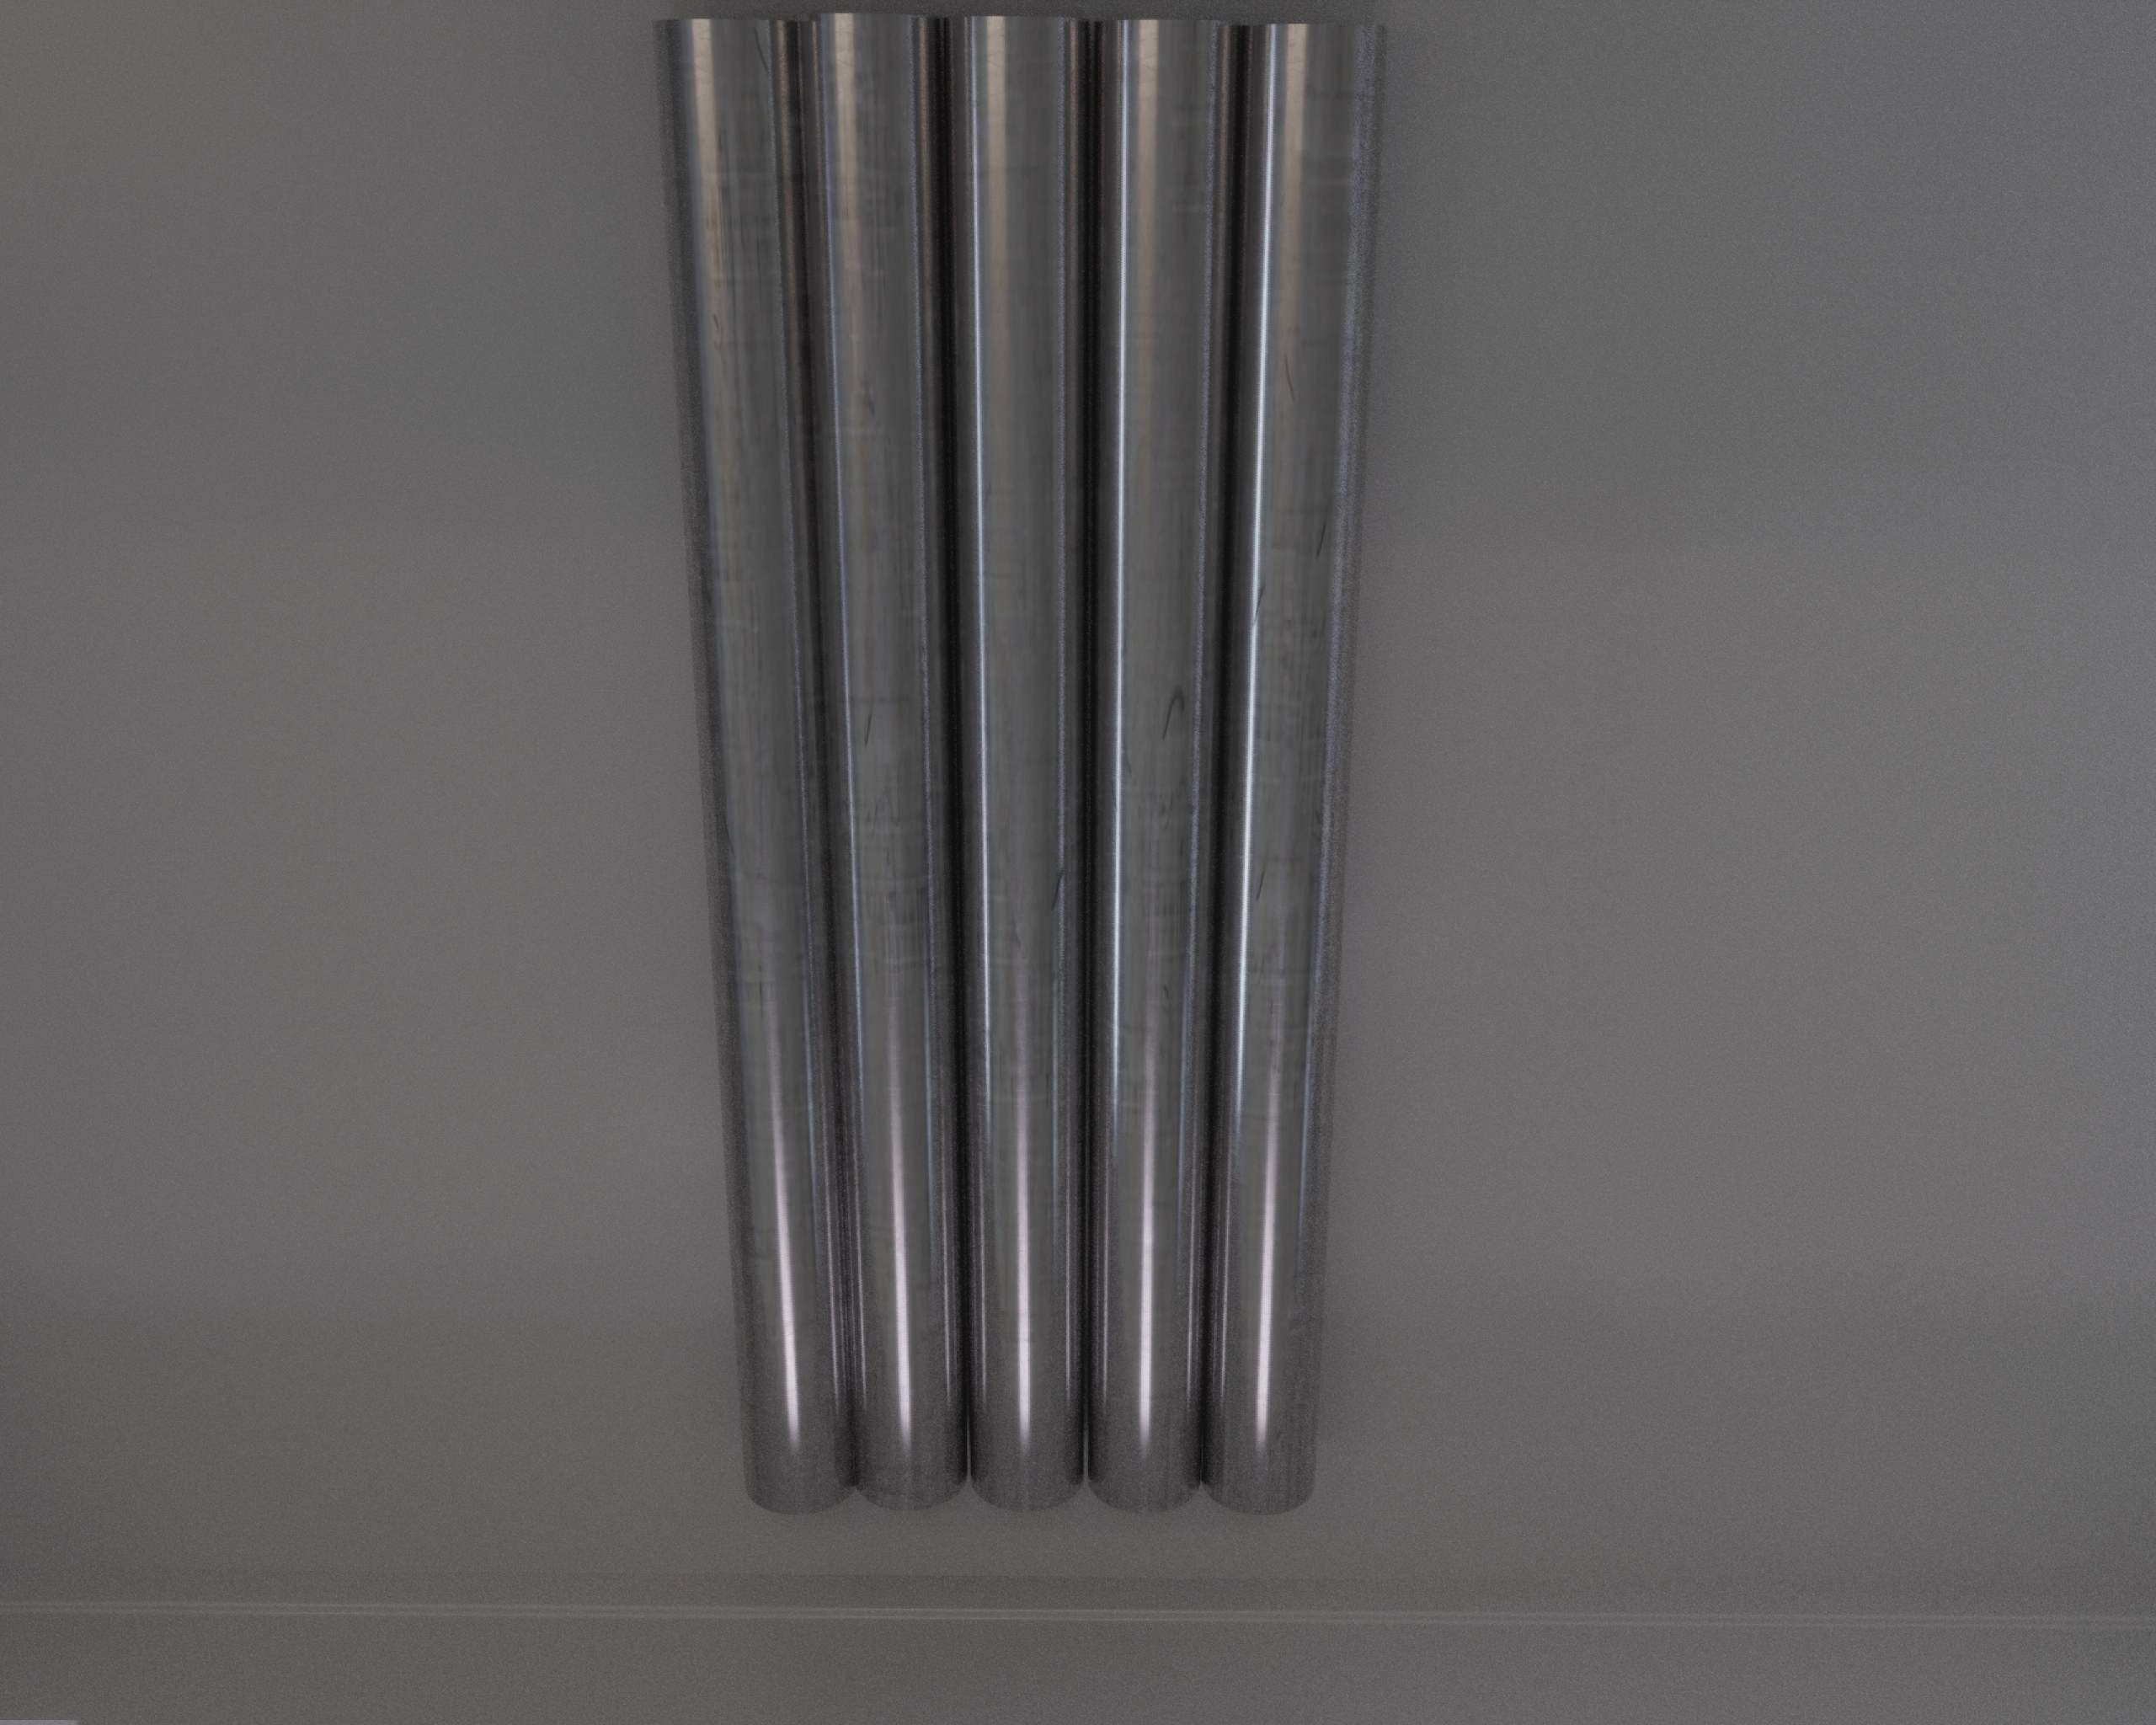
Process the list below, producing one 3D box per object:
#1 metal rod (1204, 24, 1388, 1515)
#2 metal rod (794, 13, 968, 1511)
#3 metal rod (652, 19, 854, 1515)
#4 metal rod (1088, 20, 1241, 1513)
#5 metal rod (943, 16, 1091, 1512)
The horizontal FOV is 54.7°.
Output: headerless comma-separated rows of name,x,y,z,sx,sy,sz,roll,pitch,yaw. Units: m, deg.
metal rod,0.040,-0.004,0.409,0.025,0.025,0.298,0,110,0
metal rod,-0.036,-0.005,0.408,0.025,0.025,0.298,0,110,0
metal rod,-0.060,-0.004,0.408,0.025,0.025,0.298,0,110,0
metal rod,0.015,-0.004,0.408,0.025,0.025,0.298,0,110,0
metal rod,-0.011,-0.005,0.408,0.025,0.025,0.298,0,110,0
